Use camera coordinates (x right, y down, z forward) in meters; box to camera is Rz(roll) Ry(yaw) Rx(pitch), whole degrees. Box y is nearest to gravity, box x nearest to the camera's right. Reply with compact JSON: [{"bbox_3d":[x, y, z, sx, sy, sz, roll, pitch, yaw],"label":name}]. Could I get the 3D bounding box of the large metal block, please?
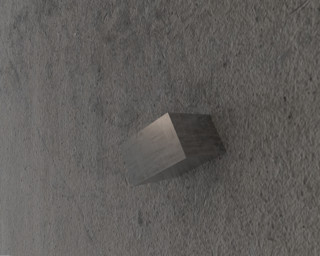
[{"bbox_3d":[0.015,0.024,0.358,0.080,0.081,0.050,-34,69,35],"label":"large metal block"}]
